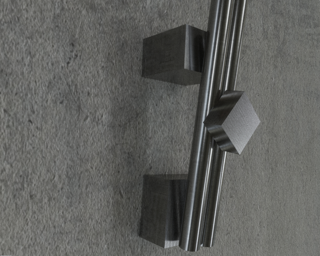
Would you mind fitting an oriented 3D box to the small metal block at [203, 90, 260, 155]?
[{"bbox_3d":[0.082,-0.007,0.347,0.050,0.025,0.050,-53,126,-20],"label":"small metal block"}]

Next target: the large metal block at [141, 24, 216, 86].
[{"bbox_3d":[0.033,-0.088,0.398,0.081,0.080,0.050,4,88,-40],"label":"large metal block"}]

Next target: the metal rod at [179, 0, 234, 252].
[{"bbox_3d":[0.053,-0.008,0.355,0.025,0.025,0.298,4,95,-40],"label":"metal rod"}]

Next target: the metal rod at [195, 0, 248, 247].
[{"bbox_3d":[0.073,-0.007,0.372,0.025,0.025,0.298,4,95,-40],"label":"metal rod"}]

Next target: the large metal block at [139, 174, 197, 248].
[{"bbox_3d":[0.023,0.104,0.408,0.081,0.050,0.080,6,86,-40],"label":"large metal block"}]
